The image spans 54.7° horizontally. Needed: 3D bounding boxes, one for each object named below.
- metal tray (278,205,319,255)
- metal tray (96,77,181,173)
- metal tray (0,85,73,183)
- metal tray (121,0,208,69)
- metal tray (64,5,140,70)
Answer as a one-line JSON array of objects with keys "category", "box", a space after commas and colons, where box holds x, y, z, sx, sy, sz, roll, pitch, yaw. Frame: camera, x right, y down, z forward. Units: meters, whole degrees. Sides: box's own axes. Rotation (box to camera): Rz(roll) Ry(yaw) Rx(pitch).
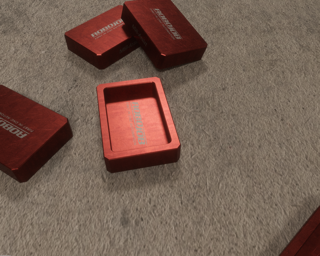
[{"category": "metal tray", "box": [0.158, 0.139, 0.284, 0.131, 0.030, 0.090, -35, 59, -26]}, {"category": "metal tray", "box": [-0.032, -0.009, 0.407, 0.091, 0.030, 0.130, -9, 51, -8]}, {"category": "metal tray", "box": [-0.191, 0.002, 0.396, 0.130, 0.030, 0.090, 25, 54, 19]}, {"category": "metal tray", "box": [0.005, -0.159, 0.508, 0.091, 0.030, 0.130, -20, 64, -29]}, {"category": "metal tray", "box": [-0.084, -0.160, 0.533, 0.090, 0.030, 0.131, 34, 58, 25]}]
